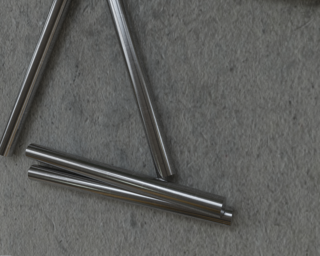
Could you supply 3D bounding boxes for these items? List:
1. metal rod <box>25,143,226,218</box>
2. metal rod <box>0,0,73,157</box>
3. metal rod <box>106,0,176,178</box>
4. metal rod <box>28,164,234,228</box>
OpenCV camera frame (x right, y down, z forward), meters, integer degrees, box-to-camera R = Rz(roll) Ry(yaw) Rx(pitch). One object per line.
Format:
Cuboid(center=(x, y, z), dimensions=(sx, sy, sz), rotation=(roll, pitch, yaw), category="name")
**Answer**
Cuboid(center=(-0.062, 0.064, 0.417), dimensions=(0.301, 0.025, 0.025), rotation=(12, 94, 23), category="metal rod")
Cuboid(center=(-0.187, -0.094, 0.472), dimensions=(0.025, 0.025, 0.298), rotation=(27, 99, 17), category="metal rod")
Cuboid(center=(-0.033, -0.080, 0.419), dimensions=(0.025, 0.025, 0.298), rotation=(-18, 84, 19), category="metal rod")
Cuboid(center=(-0.053, 0.088, 0.426), dimensions=(0.301, 0.025, 0.025), rotation=(8, 93, 19), category="metal rod")
